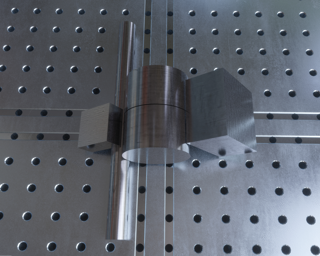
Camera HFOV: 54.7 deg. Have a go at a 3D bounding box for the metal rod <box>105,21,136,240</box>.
[{"bbox_3d":[-0.049,-0.011,0.411,0.025,0.025,0.299,1,70,0],"label":"metal rod"}]

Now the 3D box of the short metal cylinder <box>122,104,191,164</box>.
[{"bbox_3d":[-0.004,0.010,0.374,0.081,0.080,0.050,0,70,0],"label":"short metal cylinder"}]

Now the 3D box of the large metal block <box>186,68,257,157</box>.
[{"bbox_3d":[0.075,-0.015,0.377,0.050,0.080,0.080,-14,66,36],"label":"large metal block"}]

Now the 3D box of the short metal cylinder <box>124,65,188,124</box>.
[{"bbox_3d":[-0.004,-0.037,0.392,0.081,0.080,0.050,0,70,0],"label":"short metal cylinder"}]

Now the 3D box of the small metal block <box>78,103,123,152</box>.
[{"bbox_3d":[-0.076,0.000,0.395,0.050,0.025,0.050,-13,65,32],"label":"small metal block"}]
